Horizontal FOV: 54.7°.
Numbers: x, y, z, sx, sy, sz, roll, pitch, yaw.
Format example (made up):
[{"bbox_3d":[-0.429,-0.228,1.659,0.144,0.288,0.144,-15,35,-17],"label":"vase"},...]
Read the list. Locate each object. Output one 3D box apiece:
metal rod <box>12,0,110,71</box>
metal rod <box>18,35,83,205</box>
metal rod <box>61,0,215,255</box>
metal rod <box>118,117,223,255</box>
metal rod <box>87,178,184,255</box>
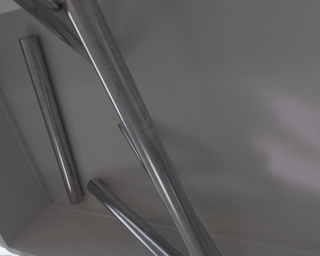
[{"bbox_3d":[-0.084,-0.091,0.250,0.025,0.300,0.025,0,87,5],"label":"metal rod"},{"bbox_3d":[-0.168,0.005,0.500,0.025,0.025,0.298,8,122,24],"label":"metal rod"},{"bbox_3d":[-0.004,0.029,0.285,0.025,0.025,0.299,-10,116,32],"label":"metal rod"},{"bbox_3d":[0.031,0.109,0.381,0.299,0.025,0.025,56,132,19],"label":"metal rod"},{"bbox_3d":[-0.021,0.145,0.425,0.300,0.025,0.025,27,133,46],"label":"metal rod"}]
